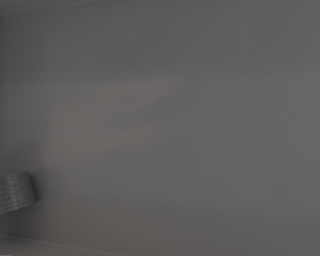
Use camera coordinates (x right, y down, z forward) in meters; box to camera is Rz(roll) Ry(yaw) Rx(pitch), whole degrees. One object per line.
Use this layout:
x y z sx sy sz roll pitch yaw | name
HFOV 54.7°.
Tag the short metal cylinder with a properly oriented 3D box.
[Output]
-0.233 0.100 0.464 0.080 0.080 0.050 -18 84 19 | short metal cylinder
